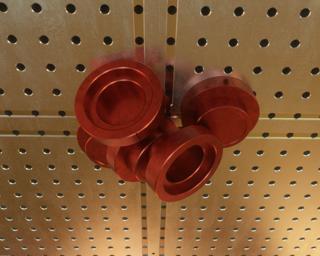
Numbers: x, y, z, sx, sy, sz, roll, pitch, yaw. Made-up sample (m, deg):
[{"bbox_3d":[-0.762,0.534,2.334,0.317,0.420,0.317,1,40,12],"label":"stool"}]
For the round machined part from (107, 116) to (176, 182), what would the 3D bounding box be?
[{"bbox_3d":[-0.015,0.030,0.394,0.099,0.042,0.097,-25,133,-29],"label":"round machined part"}]

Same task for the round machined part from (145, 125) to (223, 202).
[{"bbox_3d":[0.024,0.037,0.370,0.099,0.042,0.097,-23,134,-25],"label":"round machined part"}]

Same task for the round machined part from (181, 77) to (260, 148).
[{"bbox_3d":[0.076,-0.012,0.391,0.099,0.042,0.097,-1,130,0],"label":"round machined part"}]

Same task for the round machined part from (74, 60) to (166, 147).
[{"bbox_3d":[-0.041,-0.024,0.349,0.098,0.098,0.042,-10,155,7],"label":"round machined part"}]

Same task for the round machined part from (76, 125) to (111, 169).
[{"bbox_3d":[-0.062,0.017,0.414,0.099,0.042,0.097,-1,130,0],"label":"round machined part"}]
